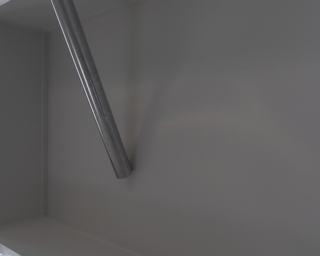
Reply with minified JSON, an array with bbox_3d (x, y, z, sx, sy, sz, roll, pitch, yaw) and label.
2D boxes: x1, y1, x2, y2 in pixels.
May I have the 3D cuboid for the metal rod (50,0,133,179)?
[{"bbox_3d":[-0.092,-0.066,0.402,0.025,0.025,0.299,2,117,40],"label":"metal rod"}]
